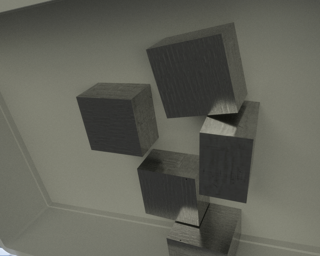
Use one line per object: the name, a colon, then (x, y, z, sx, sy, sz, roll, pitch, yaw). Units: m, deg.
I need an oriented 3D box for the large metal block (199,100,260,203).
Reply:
large metal block: (0.077, 0.022, 0.343, 0.050, 0.080, 0.079, 7, 122, 18)

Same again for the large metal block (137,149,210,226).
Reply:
large metal block: (0.021, 0.081, 0.430, 0.080, 0.050, 0.079, 6, 121, 24)

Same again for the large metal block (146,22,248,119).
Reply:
large metal block: (0.042, -0.060, 0.333, 0.080, 0.050, 0.080, -4, 117, 29)

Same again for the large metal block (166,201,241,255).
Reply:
large metal block: (0.064, 0.150, 0.431, 0.080, 0.080, 0.050, 6, 121, 24)

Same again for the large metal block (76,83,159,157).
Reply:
large metal block: (-0.054, -0.013, 0.411, 0.080, 0.050, 0.079, 5, 121, 25)
